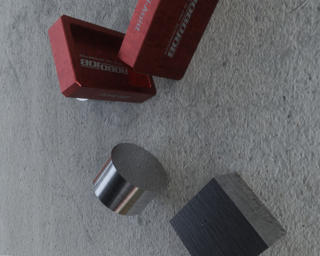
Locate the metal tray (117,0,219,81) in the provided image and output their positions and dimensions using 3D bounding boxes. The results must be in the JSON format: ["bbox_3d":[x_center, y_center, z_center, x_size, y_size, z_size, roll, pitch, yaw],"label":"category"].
[{"bbox_3d":[0.014,-0.122,0.350,0.030,0.091,0.129,38,113,33],"label":"metal tray"}]

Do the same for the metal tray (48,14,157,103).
[{"bbox_3d":[-0.067,-0.081,0.392,0.030,0.131,0.090,-26,74,37],"label":"metal tray"}]

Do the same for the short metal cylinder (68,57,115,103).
[{"bbox_3d":[-0.094,-0.079,0.466,0.080,0.050,0.079,0,90,40],"label":"short metal cylinder"}]

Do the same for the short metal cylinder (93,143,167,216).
[{"bbox_3d":[-0.039,0.065,0.401,0.080,0.081,0.050,52,120,27],"label":"short metal cylinder"}]

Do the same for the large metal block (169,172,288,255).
[{"bbox_3d":[0.070,0.106,0.331,0.080,0.050,0.080,-52,60,27],"label":"large metal block"}]
